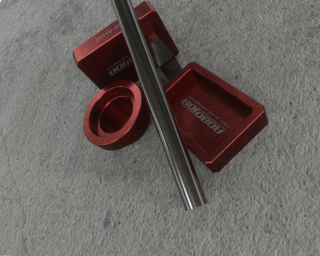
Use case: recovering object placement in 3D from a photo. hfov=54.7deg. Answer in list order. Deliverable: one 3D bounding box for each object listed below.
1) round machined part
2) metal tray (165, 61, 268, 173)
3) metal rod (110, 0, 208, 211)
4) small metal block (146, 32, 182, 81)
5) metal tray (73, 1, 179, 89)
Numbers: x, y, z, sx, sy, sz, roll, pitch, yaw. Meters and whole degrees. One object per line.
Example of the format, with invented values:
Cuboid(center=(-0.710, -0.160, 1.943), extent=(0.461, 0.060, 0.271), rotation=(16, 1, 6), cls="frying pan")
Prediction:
Cuboid(center=(-0.054, -0.014, 0.425), extent=(0.098, 0.042, 0.098), rotation=(-16, 57, 26), cls="round machined part")
Cuboid(center=(0.053, -0.019, 0.385), extent=(0.090, 0.030, 0.130), rotation=(-44, 51, -3), cls="metal tray")
Cuboid(center=(-0.010, -0.051, 0.372), extent=(0.025, 0.025, 0.299), rotation=(-23, 75, 14), cls="metal rod")
Cuboid(center=(0.004, -0.100, 0.441), extent=(0.025, 0.050, 0.050), rotation=(-38, 66, 5), cls="small metal block")
Cuboid(center=(-0.048, -0.110, 0.454), extent=(0.130, 0.090, 0.030), rotation=(-33, 52, 7), cls="metal tray")
